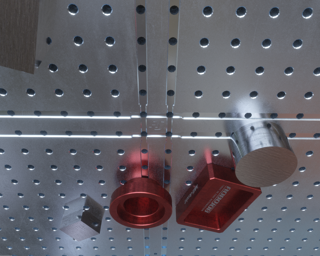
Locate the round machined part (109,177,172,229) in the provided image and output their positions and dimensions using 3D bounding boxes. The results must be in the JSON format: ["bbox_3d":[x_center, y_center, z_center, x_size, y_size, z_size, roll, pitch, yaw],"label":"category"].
[{"bbox_3d":[-0.030,0.118,0.500,0.099,0.042,0.097,0,130,0],"label":"round machined part"}]

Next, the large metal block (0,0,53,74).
[{"bbox_3d":[-0.154,-0.109,0.301,0.081,0.050,0.079,14,129,-12],"label":"large metal block"}]

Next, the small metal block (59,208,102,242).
[{"bbox_3d":[-0.143,0.176,0.560,0.050,0.025,0.050,-26,126,20],"label":"small metal block"}]

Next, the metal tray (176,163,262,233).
[{"bbox_3d":[0.092,0.120,0.510,0.091,0.030,0.129,17,128,-14],"label":"metal tray"}]

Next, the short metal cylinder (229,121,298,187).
[{"bbox_3d":[0.140,0.037,0.428,0.081,0.050,0.079,0,130,0],"label":"short metal cylinder"}]
